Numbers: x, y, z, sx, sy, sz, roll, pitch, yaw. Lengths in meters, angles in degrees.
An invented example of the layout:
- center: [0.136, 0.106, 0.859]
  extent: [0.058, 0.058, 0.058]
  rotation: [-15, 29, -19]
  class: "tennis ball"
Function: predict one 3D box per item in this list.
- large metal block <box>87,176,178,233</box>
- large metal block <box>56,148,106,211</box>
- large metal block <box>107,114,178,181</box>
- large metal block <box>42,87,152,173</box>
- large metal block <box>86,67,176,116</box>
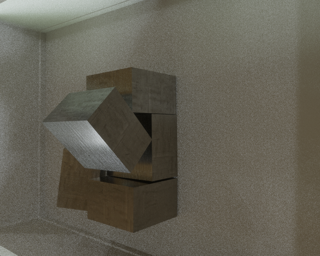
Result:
- center: [-0.034, 0.089, 0.394]
  extent: [0.080, 0.081, 0.050]
  rotation: [1, 91, 39]
  class: "large metal block"
- center: [-0.107, 0.063, 0.444]
  extent: [0.050, 0.080, 0.079]
  rotation: [9, 98, -4]
  class: "large metal block"
- center: [-0.024, 0.023, 0.409]
  extent: [0.080, 0.050, 0.079]
  rotation: [-1, 90, 39]
  class: "large metal block"
- center: [-0.070, 0.004, 0.351]
  extent: [0.080, 0.080, 0.050]
  rotation: [-1, 45, 39]
  class: "large metal block"
- center: [-0.036, -0.042, 0.395]
  extent: [0.080, 0.081, 0.050]
  rotation: [-1, 89, 39]
  class: "large metal block"
